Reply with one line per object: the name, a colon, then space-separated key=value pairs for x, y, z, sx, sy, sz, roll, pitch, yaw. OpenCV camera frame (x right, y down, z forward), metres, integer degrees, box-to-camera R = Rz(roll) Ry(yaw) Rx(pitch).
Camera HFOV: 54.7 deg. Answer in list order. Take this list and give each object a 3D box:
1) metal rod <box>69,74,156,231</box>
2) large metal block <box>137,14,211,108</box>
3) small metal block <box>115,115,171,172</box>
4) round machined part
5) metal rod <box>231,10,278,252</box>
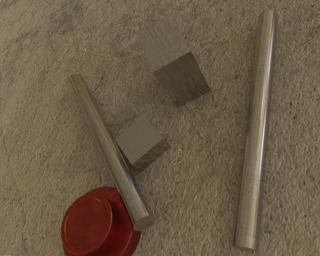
metal rod: x=-0.079 y=0.009 z=0.425 sx=0.025 sy=0.025 sz=0.300 roll=-37 pitch=47 yaw=3
large metal block: x=0.019 y=-0.087 z=0.411 sx=0.050 sy=0.080 sz=0.080 roll=-28 pitch=52 yaw=10
small metal block: x=-0.023 y=0.020 z=0.402 sx=0.050 sy=0.025 sz=0.050 roll=-40 pitch=51 yaw=0
round machined part: x=-0.074 y=0.115 z=0.360 sx=0.098 sy=0.042 sz=0.098 roll=-13 pitch=56 yaw=20
metal rod: x=0.113 y=-0.018 z=0.354 sx=0.025 sy=0.025 sz=0.300 roll=0 pitch=61 yaw=28
